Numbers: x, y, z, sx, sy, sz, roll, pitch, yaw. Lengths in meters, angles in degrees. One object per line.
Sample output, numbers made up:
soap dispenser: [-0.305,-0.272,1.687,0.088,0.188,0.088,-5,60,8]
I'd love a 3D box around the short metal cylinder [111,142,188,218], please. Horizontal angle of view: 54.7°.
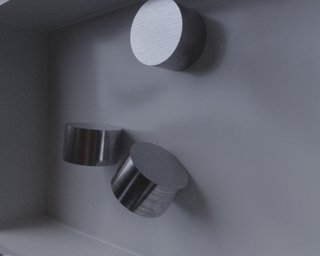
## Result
short metal cylinder: [-0.013,0.062,0.382,0.080,0.081,0.050,48,119,29]

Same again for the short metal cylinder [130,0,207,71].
short metal cylinder: [0.010,-0.114,0.383,0.080,0.050,0.080,0,90,40]

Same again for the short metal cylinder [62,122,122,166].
short metal cylinder: [-0.098,0.022,0.453,0.080,0.081,0.050,11,97,39]
